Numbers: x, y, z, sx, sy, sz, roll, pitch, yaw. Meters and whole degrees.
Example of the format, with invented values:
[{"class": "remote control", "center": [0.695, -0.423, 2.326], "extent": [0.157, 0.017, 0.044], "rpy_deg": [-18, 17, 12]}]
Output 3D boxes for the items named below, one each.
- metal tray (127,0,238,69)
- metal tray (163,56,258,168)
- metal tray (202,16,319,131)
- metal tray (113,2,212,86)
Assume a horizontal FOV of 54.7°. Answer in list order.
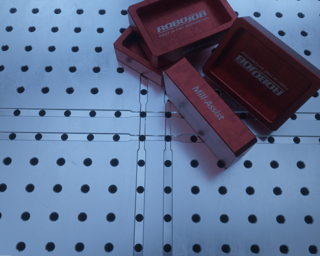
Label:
[{"class": "metal tray", "center": [0.032, -0.147, 0.430], "extent": [0.131, 0.030, 0.090], "rpy_deg": [-24, 72, -9]}, {"class": "metal tray", "center": [0.057, -0.016, 0.382], "extent": [0.030, 0.090, 0.130], "rpy_deg": [-37, 74, -5]}, {"class": "metal tray", "center": [0.130, -0.070, 0.403], "extent": [0.130, 0.089, 0.030], "rpy_deg": [43, 37, 12]}, {"class": "metal tray", "center": [0.006, -0.137, 0.458], "extent": [0.090, 0.030, 0.130], "rpy_deg": [33, 73, 11]}]
